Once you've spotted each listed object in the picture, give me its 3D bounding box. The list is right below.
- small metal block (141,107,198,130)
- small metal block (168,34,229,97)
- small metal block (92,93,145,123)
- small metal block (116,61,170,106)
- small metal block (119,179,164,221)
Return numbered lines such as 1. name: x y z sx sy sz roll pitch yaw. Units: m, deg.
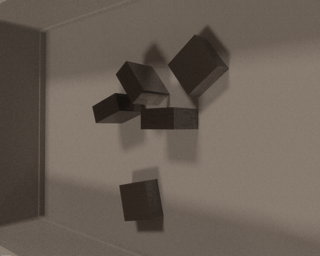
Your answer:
1. small metal block: 0.012 -0.011 0.379 0.050 0.050 0.025 0 90 39
2. small metal block: 0.044 -0.073 0.369 0.050 0.025 0.050 -44 64 30
3. small metal block: -0.058 -0.026 0.436 0.050 0.050 0.025 -23 76 37
4. small metal block: -0.022 -0.058 0.407 0.025 0.050 0.050 -45 63 31
5. small metal block: -0.026 0.099 0.426 0.050 0.025 0.050 -16 80 38
